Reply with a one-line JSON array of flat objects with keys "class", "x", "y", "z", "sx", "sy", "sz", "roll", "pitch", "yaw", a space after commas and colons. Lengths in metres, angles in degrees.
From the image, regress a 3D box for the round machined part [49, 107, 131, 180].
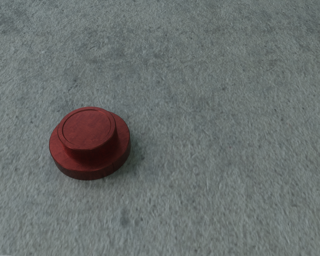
[{"class": "round machined part", "x": -0.086, "y": 0.012, "z": 0.381, "sx": 0.099, "sy": 0.042, "sz": 0.098, "roll": 0, "pitch": 50, "yaw": 0}]
